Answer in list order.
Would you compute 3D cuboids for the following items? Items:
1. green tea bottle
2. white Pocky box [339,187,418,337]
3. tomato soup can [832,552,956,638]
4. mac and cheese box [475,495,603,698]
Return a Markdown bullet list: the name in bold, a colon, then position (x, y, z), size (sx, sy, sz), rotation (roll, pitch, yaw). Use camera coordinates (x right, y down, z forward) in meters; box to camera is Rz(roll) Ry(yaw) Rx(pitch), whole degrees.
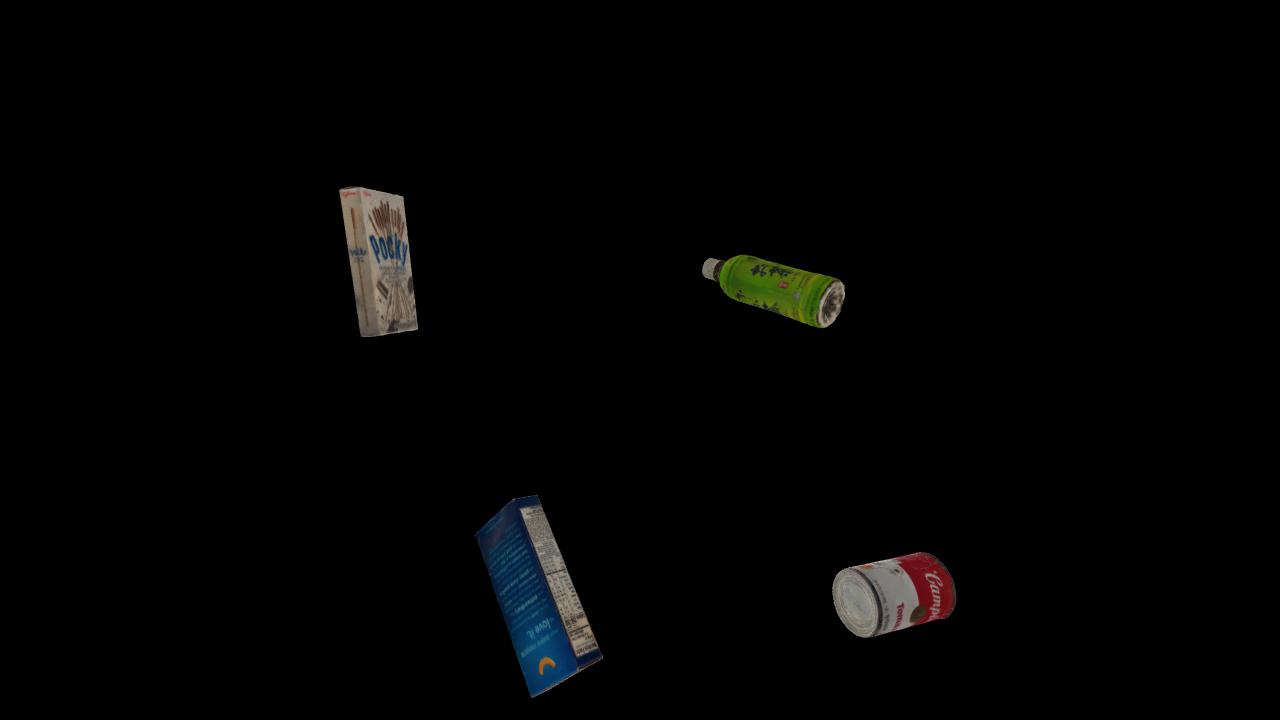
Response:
- **green tea bottle**: position (0.178, -0.105, 0.866), size (0.212, 0.073, 0.073), rotation (24, 16, 41)
- **white Pocky box**: position (-0.282, -0.105, 0.671), size (0.028, 0.154, 0.084), rotation (-3, 8, 10)
- **tomato soup can**: position (0.257, 0.237, 0.626), size (0.101, 0.068, 0.068), rotation (-2, 1, -22)
- **mac and cheese box**: position (-0.113, 0.248, 0.658), size (0.041, 0.184, 0.093), rotation (2, -38, -49)
